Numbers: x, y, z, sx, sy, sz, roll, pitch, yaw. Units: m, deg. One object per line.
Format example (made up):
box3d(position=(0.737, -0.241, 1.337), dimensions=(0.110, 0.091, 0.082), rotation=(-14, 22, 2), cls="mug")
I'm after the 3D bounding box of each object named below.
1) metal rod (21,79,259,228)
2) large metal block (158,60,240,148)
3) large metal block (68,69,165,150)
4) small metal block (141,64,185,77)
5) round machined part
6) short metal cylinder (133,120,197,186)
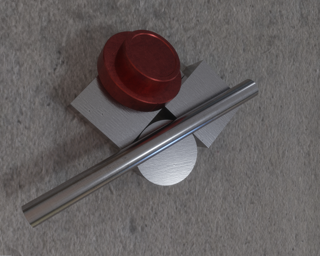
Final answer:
box3d(position=(-0.007, 0.018, 0.355), dimensions=(0.302, 0.025, 0.025), rotation=(-29, 100, -18), cls="metal rod")
box3d(position=(0.050, -0.031, 0.417), dimensions=(0.080, 0.050, 0.080), rotation=(43, 76, -15), cls="large metal block")
box3d(position=(-0.052, -0.029, 0.377), dimensions=(0.080, 0.050, 0.080), rotation=(44, 76, -15), cls="large metal block")
box3d(position=(-0.005, -0.069, 0.408), dimensions=(0.050, 0.025, 0.050), rotation=(45, 76, -15), cls="small metal block")
box3d(position=(-0.016, -0.070, 0.349), dimensions=(0.099, 0.042, 0.098), rotation=(15, 57, -25), cls="round machined part")
box3d(position=(0.000, 0.030, 0.397), dimensions=(0.081, 0.050, 0.079), rotation=(0, 90, -21), cls="short metal cylinder")
